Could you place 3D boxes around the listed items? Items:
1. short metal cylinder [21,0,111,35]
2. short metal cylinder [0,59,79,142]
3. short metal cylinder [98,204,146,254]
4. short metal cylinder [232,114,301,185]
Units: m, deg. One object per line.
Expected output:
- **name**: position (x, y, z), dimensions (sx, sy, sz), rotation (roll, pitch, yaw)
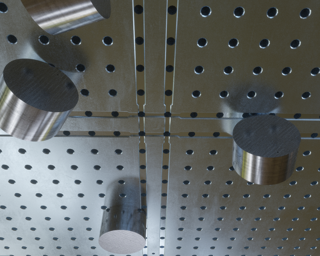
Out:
- **short metal cylinder**: position (-0.082, -0.127, 0.266), dimensions (0.050, 0.080, 0.080), rotation (-14, 129, 11)
- **short metal cylinder**: position (-0.140, -0.031, 0.347), dimensions (0.080, 0.080, 0.050), rotation (28, 125, -22)
- **short metal cylinder**: position (-0.065, 0.180, 0.548), dimensions (0.081, 0.050, 0.079), rotation (0, 130, 0)
- **short metal cylinder**: position (0.135, 0.027, 0.400), dimensions (0.080, 0.080, 0.050), rotation (-6, 130, 4)
